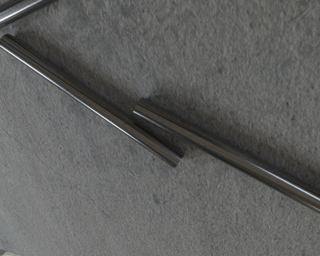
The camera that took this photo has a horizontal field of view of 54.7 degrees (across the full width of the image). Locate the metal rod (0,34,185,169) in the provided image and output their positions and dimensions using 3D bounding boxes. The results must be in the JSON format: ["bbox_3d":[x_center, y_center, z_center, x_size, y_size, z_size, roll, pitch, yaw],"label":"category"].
[{"bbox_3d":[-0.097,-0.040,0.431,0.301,0.025,0.025,34,129,5],"label":"metal rod"}]

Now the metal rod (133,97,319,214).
[{"bbox_3d":[0.103,0.041,0.377,0.301,0.025,0.025,28,128,9],"label":"metal rod"}]

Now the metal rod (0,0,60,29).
[{"bbox_3d":[-0.137,-0.163,0.375,0.300,0.025,0.025,-8,115,31],"label":"metal rod"}]
